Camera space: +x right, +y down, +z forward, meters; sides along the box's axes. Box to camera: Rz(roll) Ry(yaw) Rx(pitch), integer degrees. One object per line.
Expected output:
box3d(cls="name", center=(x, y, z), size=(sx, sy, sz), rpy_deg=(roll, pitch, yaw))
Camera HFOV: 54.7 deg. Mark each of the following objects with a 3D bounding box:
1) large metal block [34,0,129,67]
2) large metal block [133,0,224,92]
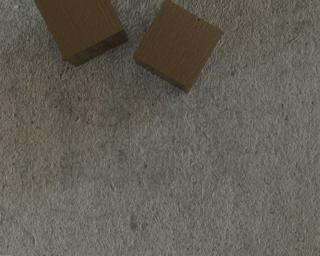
box3d(cls="large metal block", center=(-0.097, -0.136, 0.396), size=(0.080, 0.050, 0.080), rpy_deg=(-27, 90, 0))
box3d(cls="large metal block", center=(0.022, -0.102, 0.397), size=(0.080, 0.050, 0.080), rpy_deg=(30, 90, 0))
